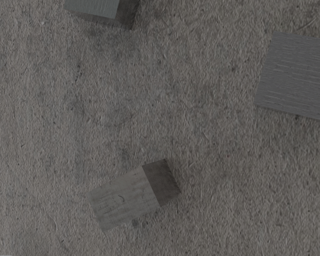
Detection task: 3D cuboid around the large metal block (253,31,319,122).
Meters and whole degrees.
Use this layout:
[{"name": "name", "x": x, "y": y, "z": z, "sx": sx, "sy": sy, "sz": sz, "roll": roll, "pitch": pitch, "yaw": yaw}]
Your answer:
[{"name": "large metal block", "x": 0.156, "y": -0.054, "z": 0.341, "sx": 0.080, "sy": 0.050, "sz": 0.080, "roll": 16, "pitch": 95, "yaw": 19}]

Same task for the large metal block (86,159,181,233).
[{"name": "large metal block", "x": -0.030, "y": 0.082, "z": 0.390, "sx": 0.080, "sy": 0.080, "sz": 0.050, "roll": -28, "pitch": 81, "yaw": 18}]

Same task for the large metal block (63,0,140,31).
[{"name": "large metal block", "x": -0.074, "y": -0.187, "z": 0.422, "sx": 0.080, "sy": 0.050, "sz": 0.080, "roll": 18, "pitch": 96, "yaw": 19}]
